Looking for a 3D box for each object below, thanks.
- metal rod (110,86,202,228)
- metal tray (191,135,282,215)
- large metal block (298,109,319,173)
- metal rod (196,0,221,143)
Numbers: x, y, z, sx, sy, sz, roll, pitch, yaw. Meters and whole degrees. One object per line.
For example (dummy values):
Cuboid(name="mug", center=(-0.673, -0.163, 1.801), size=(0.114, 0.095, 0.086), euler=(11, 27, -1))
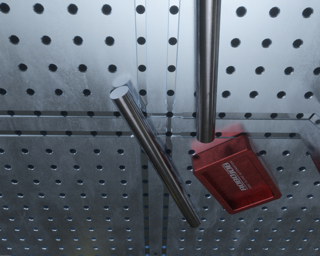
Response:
Cuboid(name="metal rod", center=(0.007, 0.062, 0.464), size=(0.025, 0.025, 0.299), euler=(-17, 128, 14))
Cuboid(name="metal tray", center=(0.119, 0.076, 0.474), size=(0.090, 0.030, 0.130), euler=(-27, 126, 21))
Cuboid(name="large metal block", center=(0.241, 0.026, 0.400), size=(0.081, 0.080, 0.050), euler=(16, 128, -13))
Cuboid(name="metal rod", center=(0.050, -0.101, 0.326), size=(0.025, 0.025, 0.298), euler=(-4, 130, 3))
